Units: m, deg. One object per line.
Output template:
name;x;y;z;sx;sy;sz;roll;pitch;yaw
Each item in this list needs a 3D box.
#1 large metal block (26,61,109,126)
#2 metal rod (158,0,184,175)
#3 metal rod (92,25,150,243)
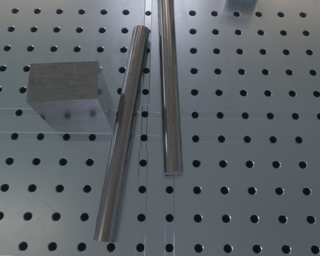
large metal block;-0.112;-0.041;0.397;0.081;0.080;0.050;-3;70;-1
metal rod;0.013;-0.083;0.442;0.025;0.025;0.299;-2;70;-1
metal rod;-0.047;-0.007;0.413;0.025;0.025;0.299;7;70;2
